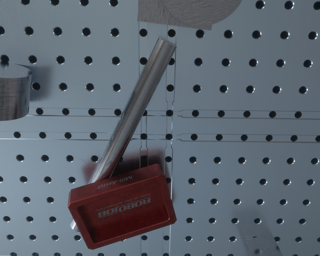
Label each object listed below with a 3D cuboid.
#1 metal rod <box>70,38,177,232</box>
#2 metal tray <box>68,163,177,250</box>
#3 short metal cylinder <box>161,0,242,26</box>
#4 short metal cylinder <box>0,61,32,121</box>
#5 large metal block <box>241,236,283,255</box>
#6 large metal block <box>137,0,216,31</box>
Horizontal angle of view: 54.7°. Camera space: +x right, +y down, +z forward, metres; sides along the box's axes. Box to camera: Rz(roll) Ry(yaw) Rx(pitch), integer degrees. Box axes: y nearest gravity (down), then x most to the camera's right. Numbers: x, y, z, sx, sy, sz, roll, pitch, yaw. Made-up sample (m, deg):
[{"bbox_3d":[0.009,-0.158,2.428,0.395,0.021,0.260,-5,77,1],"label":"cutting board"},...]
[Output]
[{"bbox_3d":[-0.057,0.022,0.420,0.025,0.025,0.298,25,108,-9],"label":"metal rod"},{"bbox_3d":[-0.050,0.110,0.432,0.131,0.030,0.089,-17,118,-5],"label":"metal tray"},{"bbox_3d":[0.038,-0.140,0.295,0.081,0.050,0.079,0,110,0],"label":"short metal cylinder"},{"bbox_3d":[-0.196,-0.046,0.365,0.080,0.080,0.050,12,110,-5],"label":"short metal cylinder"},{"bbox_3d":[0.159,0.224,0.468,0.050,0.080,0.079,-6,110,2],"label":"large metal block"},{"bbox_3d":[0.020,-0.156,0.343,0.081,0.050,0.079,6,110,-3],"label":"large metal block"}]
